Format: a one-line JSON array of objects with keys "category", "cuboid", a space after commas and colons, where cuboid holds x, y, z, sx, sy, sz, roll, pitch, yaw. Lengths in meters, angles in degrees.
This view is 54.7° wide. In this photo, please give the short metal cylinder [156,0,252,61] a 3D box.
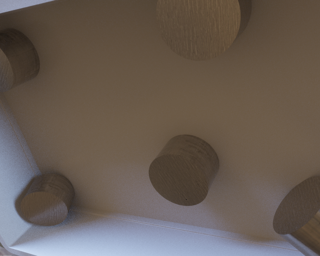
[{"category": "short metal cylinder", "cuboid": [0.043, -0.112, 0.301, 0.080, 0.050, 0.079, 13, 124, 21]}]

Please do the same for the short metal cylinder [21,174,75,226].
[{"category": "short metal cylinder", "cuboid": [-0.201, 0.130, 0.561, 0.081, 0.050, 0.079, 0, 119, 0]}]

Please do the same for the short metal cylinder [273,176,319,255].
[{"category": "short metal cylinder", "cuboid": [0.174, 0.101, 0.344, 0.050, 0.080, 0.080, 39, 129, 2]}]

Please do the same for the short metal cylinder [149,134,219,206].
[{"category": "short metal cylinder", "cuboid": [0.032, 0.055, 0.410, 0.080, 0.050, 0.079, 13, 124, 21]}]

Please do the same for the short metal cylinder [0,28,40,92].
[{"category": "short metal cylinder", "cuboid": [-0.225, -0.099, 0.450, 0.080, 0.050, 0.079, 13, 124, 21]}]
